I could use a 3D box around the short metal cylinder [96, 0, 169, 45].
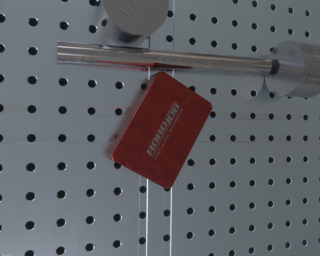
[{"bbox_3d":[-0.036,-0.149,0.386,0.081,0.050,0.080,0,90,-20],"label":"short metal cylinder"}]

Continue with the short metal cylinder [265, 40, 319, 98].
[{"bbox_3d":[0.202,-0.086,0.457,0.050,0.080,0.080,1,90,-20],"label":"short metal cylinder"}]

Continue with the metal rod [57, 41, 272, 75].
[{"bbox_3d":[0.020,-0.092,0.419,0.302,0.025,0.025,-1,90,-20],"label":"metal rod"}]

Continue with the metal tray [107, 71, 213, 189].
[{"bbox_3d":[0.002,0.003,0.410,0.090,0.030,0.130,31,80,-17],"label":"metal tray"}]
